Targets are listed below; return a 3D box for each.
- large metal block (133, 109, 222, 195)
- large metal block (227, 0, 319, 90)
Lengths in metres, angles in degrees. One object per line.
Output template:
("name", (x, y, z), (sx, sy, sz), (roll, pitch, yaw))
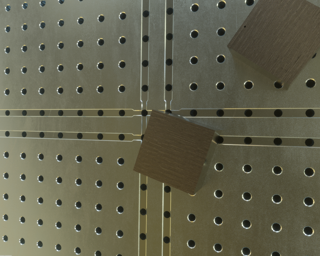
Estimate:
("large metal block", (0.023, 0.028, 0.391), (0.080, 0.050, 0.080), (20, 96, 18))
("large metal block", (0.136, -0.101, 0.351), (0.080, 0.050, 0.080), (38, 102, 15))
